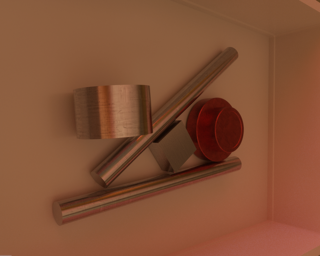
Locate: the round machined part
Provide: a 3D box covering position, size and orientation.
[{"bbox_3d":[0.090,0.002,0.470,0.099,0.042,0.097,0,90,-40],"label":"round machined part"}]

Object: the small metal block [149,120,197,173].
[{"bbox_3d":[0.017,0.024,0.420,0.050,0.025,0.050,-43,116,-32],"label":"small metal block"}]

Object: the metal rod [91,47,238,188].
[{"bbox_3d":[0.024,-0.031,0.427,0.301,0.025,0.025,-44,117,-31],"label":"metal rod"}]

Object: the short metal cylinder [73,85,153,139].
[{"bbox_3d":[-0.049,-0.017,0.330,0.081,0.080,0.050,-7,95,-40],"label":"short metal cylinder"}]

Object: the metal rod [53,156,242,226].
[{"bbox_3d":[0.010,0.073,0.415,0.302,0.025,0.025,-7,95,-40],"label":"metal rod"}]
